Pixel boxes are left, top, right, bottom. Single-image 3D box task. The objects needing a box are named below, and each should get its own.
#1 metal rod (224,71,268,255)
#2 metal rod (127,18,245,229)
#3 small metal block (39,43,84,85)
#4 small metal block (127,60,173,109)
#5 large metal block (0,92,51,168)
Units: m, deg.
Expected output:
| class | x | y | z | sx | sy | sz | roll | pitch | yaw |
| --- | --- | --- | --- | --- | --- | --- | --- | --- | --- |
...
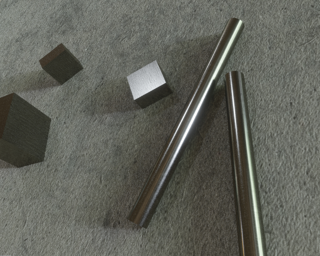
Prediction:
| class | x | y | z | sx | sy | sz | roll | pitch | yaw |
| --- | --- | --- | --- | --- | --- | --- | --- | --- | --- |
| metal rod | 0.088 | 0.065 | 0.317 | 0.025 | 0.025 | 0.299 | -11 | 57 | 22 |
| metal rod | 0.040 | -0.019 | 0.393 | 0.025 | 0.025 | 0.300 | 16 | 70 | 34 |
| small metal block | -0.173 | -0.112 | 0.545 | 0.050 | 0.050 | 0.025 | -37 | 51 | 3 |
| small metal block | -0.016 | -0.063 | 0.449 | 0.050 | 0.025 | 0.050 | -28 | 52 | 10 |
| large metal block | -0.222 | 0.006 | 0.479 | 0.050 | 0.080 | 0.080 | -15 | 56 | 19 |
